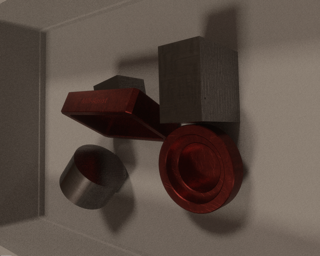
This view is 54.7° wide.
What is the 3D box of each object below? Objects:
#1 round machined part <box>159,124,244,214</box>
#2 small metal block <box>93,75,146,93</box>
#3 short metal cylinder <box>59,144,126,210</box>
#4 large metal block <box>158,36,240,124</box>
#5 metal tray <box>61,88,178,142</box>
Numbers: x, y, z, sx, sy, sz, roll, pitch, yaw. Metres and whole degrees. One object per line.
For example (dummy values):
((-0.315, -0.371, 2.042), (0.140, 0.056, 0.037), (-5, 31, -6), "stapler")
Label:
((0.049, 0.043, 0.351), (0.098, 0.042, 0.097), (4, 96, 40), "round machined part")
((-0.056, -0.052, 0.435), (0.050, 0.050, 0.025), (-16, 80, 38), "small metal block")
((-0.096, 0.070, 0.448), (0.080, 0.081, 0.050), (51, 120, 27), "short metal cylinder")
((0.044, -0.045, 0.333), (0.050, 0.081, 0.079), (-3, 88, 40), "large metal block")
((-0.053, -0.015, 0.403), (0.130, 0.090, 0.030), (2, 68, 39), "metal tray")
